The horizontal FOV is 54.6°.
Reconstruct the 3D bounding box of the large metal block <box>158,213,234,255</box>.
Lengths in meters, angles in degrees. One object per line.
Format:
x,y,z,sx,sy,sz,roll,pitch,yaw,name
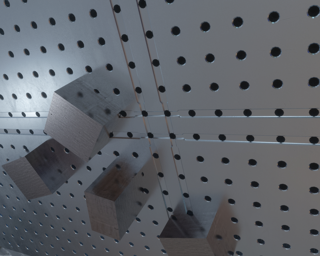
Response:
0.057,0.180,0.477,0.080,0.050,0.080,-13,112,33,large metal block

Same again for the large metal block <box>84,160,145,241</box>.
-0.066,0.109,0.479,0.050,0.080,0.080,12,124,22,large metal block

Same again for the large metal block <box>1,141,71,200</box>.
-0.224,0.079,0.563,0.080,0.050,0.080,-19,108,35,large metal block

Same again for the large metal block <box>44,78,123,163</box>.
-0.112,-0.010,0.449,0.080,0.050,0.080,35,129,5,large metal block
